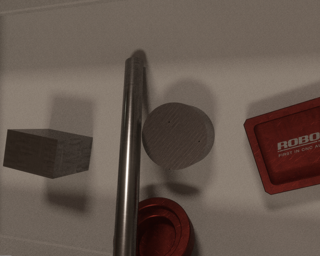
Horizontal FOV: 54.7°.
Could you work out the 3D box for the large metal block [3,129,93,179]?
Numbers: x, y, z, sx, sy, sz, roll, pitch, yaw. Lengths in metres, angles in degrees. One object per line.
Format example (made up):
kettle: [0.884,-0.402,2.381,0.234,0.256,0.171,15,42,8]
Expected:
large metal block: [-0.154,0.032,0.434,0.080,0.080,0.050,10,93,19]

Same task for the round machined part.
round machined part: [-0.004,0.140,0.385,0.098,0.042,0.098,-13,45,13]

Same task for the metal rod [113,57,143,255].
metal rod: [-0.035,0.046,0.359,0.025,0.025,0.299,-9,63,19]

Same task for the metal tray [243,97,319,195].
metal tray: [0.171,0.015,0.347,0.130,0.030,0.090,-18,84,18]

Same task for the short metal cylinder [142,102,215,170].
short metal cylinder: [0.024,0.009,0.388,0.080,0.050,0.079,0,90,19]
